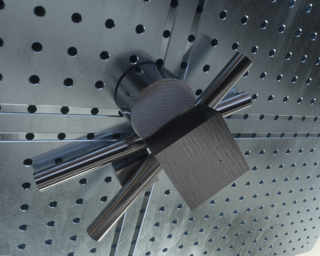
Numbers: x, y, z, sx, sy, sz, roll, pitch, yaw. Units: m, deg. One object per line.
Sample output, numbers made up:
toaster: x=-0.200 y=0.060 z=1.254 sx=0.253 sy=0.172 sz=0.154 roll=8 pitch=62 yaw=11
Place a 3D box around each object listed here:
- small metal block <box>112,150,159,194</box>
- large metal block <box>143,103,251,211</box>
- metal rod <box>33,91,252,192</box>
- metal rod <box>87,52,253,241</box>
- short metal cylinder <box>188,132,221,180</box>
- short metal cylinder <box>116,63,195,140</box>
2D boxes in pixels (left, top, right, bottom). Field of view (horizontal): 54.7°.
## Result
small metal block: x=-0.034 y=0.059 z=0.425 sx=0.050 sy=0.025 sz=0.050 roll=-25 pitch=128 yaw=-13
large metal block: x=0.041 y=0.030 z=0.350 sx=0.080 sy=0.050 sz=0.080 roll=-34 pitch=112 yaw=-5
metal rod: x=-0.010 y=0.011 z=0.408 sx=0.302 sy=0.025 sz=0.025 roll=-21 pitch=127 yaw=-16
metal rod: x=0.008 y=0.028 z=0.397 sx=0.299 sy=0.025 sz=0.025 roll=-50 pitch=129 yaw=7
short metal cylinder: x=0.056 y=0.047 z=0.431 sx=0.050 sy=0.080 sz=0.080 roll=-37 pitch=129 yaw=-3
short metal cylinder: x=-0.006 y=-0.030 z=0.369 sx=0.081 sy=0.050 sz=0.079 roll=-14 pitch=124 yaw=-21
